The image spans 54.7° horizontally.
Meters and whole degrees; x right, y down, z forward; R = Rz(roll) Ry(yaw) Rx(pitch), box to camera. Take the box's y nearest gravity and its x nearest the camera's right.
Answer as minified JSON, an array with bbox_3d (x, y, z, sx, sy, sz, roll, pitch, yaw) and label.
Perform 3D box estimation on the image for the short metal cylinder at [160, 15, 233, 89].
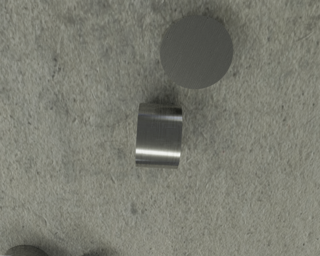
[{"bbox_3d":[0.040,-0.090,0.364,0.081,0.050,0.079,0,110,-1],"label":"short metal cylinder"}]

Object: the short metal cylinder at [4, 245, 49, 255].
[{"bbox_3d":[-0.214,0.230,0.478,0.081,0.050,0.079,0,110,-1],"label":"short metal cylinder"}]

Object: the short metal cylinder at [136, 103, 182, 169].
[{"bbox_3d":[-0.002,0.010,0.384,0.050,0.080,0.079,3,110,-2],"label":"short metal cylinder"}]
